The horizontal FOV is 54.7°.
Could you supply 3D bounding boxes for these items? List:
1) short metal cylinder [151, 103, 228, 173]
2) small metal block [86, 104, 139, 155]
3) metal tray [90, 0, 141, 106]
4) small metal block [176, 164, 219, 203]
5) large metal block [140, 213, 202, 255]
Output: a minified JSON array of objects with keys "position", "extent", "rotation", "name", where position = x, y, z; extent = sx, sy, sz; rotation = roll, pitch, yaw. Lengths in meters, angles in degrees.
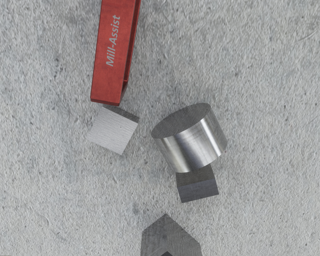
[{"position":[0.036,0.011,0.385],"extent":[0.080,0.080,0.050],"rotation":[-26,108,9],"name":"short metal cylinder"},{"position":[-0.062,0.000,0.409],"extent":[0.050,0.025,0.050],"rotation":[26,108,-10],"name":"small metal block"},{"position":[-0.045,-0.098,0.338],"extent":[0.030,0.090,0.129],"rotation":[10,110,-4],"name":"metal tray"},{"position":[0.049,0.073,0.424],"extent":[0.050,0.050,0.025],"rotation":[-15,110,5],"name":"small metal block"},{"position":[0.018,0.187,0.449],"extent":[0.050,0.080,0.080],"rotation":[-41,105,14],"name":"large metal block"}]
